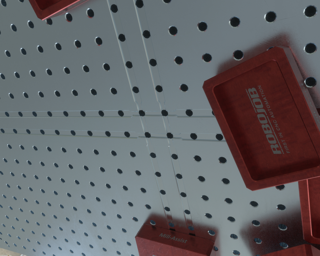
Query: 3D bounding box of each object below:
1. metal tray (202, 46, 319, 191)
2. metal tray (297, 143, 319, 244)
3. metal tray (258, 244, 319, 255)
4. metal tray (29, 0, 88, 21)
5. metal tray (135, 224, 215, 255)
[{"bbox_3d":[0.111,-0.007,0.321,0.090,0.030,0.129,-24,90,36],"label":"metal tray"},{"bbox_3d":[0.207,0.077,0.346,0.090,0.030,0.129,-2,118,29],"label":"metal tray"},{"bbox_3d":[0.172,0.203,0.422,0.090,0.030,0.129,34,132,-22],"label":"metal tray"},{"bbox_3d":[-0.106,-0.187,0.346,0.130,0.030,0.090,-11,113,32],"label":"metal tray"},{"bbox_3d":[0.027,0.219,0.528,0.130,0.030,0.089,6,121,25],"label":"metal tray"}]
